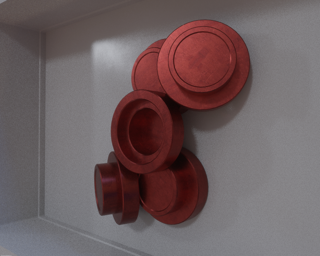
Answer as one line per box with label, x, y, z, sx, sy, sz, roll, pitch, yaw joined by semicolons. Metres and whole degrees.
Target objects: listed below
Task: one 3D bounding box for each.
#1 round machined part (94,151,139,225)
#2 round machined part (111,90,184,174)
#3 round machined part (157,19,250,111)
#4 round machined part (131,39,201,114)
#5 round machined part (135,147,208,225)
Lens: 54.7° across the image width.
round machined part;-0.062;0.080;0.415;0.098;0.042;0.097;177;90;-69
round machined part;-0.011;0.004;0.372;0.098;0.042;0.097;0;90;39
round machined part;0.045;-0.068;0.328;0.098;0.042;0.097;0;87;9
round machined part;0.002;-0.064;0.390;0.098;0.042;0.097;0;90;39
round machined part;0.007;0.072;0.386;0.098;0.042;0.097;0;90;39
